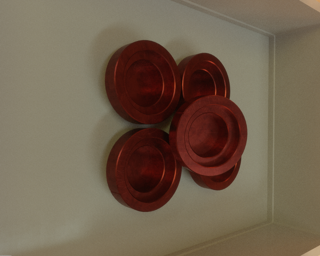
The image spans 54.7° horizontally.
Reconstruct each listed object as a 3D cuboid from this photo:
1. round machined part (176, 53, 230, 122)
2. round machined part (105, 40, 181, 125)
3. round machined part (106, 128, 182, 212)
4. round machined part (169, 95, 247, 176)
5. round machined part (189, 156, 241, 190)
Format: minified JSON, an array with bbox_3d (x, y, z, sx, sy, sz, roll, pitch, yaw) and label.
[{"bbox_3d":[0.053,-0.054,0.440,0.099,0.042,0.097,0,90,-40],"label":"round machined part"},{"bbox_3d":[-0.024,-0.053,0.375,0.099,0.042,0.097,0,90,-40],"label":"round machined part"},{"bbox_3d":[-0.023,0.048,0.376,0.099,0.042,0.097,0,90,-40],"label":"round machined part"},{"bbox_3d":[0.056,0.008,0.387,0.099,0.042,0.097,-2,96,-22],"label":"round machined part"},{"bbox_3d":[0.074,0.040,0.458,0.099,0.042,0.097,0,90,-40],"label":"round machined part"}]
